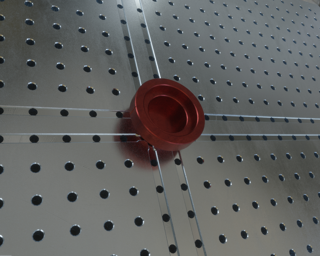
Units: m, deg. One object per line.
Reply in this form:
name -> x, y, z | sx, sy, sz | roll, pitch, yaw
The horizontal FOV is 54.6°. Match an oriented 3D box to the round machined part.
round machined part -> 0.006, -0.014, 0.407 | 0.099, 0.042, 0.098 | 13, 56, -21
